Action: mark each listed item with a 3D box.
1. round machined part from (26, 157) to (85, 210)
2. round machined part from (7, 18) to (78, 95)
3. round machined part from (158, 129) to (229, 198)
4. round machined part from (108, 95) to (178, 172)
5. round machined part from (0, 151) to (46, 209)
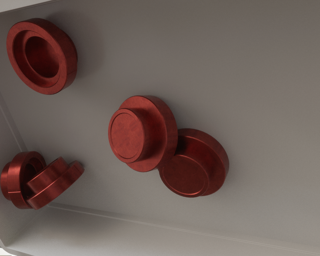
[{"bbox_3d":[-0.175,0.083,0.503,0.098,0.098,0.042,-29,102,37],"label":"round machined part"},{"bbox_3d":[-0.151,-0.097,0.415,0.098,0.042,0.097,13,124,20],"label":"round machined part"},{"bbox_3d":[0.038,0.053,0.409,0.098,0.042,0.097,13,124,20],"label":"round machined part"},{"bbox_3d":[-0.028,0.008,0.390,0.098,0.042,0.097,6,99,43],"label":"round machined part"},{"bbox_3d":[-0.235,0.090,0.533,0.042,0.098,0.097,-5,119,6],"label":"round machined part"}]
